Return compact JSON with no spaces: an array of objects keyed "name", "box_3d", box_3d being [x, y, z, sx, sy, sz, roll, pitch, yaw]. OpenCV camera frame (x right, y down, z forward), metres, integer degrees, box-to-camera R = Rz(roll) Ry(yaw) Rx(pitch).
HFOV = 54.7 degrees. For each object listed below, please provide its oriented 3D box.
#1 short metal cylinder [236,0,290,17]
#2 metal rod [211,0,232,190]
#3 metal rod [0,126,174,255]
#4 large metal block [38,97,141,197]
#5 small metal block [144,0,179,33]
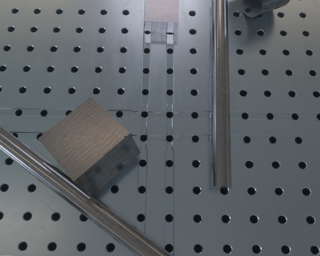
[{"name":"short metal cylinder","box_3d":[0.152,-0.213,0.462,0.050,0.080,0.080,-22,72,-8]},{"name":"metal rod","box_3d":[0.085,-0.066,0.436,0.025,0.025,0.299,3,70,1]},{"name":"metal rod","box_3d":[-0.107,0.081,0.381,0.301,0.025,0.025,34,73,11]},{"name":"large metal block","box_3d":[-0.085,0.022,0.379,0.080,0.050,0.080,-42,59,-14]},{"name":"small metal block","box_3d":[0.003,-0.176,0.476,0.050,0.025,0.050,3,70,1]}]
